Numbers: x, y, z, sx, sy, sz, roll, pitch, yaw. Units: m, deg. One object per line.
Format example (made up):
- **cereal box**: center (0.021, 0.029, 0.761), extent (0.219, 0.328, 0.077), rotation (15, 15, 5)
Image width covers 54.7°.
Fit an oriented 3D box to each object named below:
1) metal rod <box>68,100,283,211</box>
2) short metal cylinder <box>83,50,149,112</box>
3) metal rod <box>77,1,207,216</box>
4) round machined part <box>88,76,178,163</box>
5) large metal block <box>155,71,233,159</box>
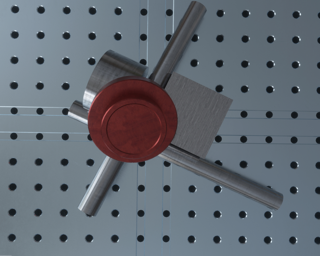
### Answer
- **metal rod**: center (0.021, 0.037, 0.413), extent (0.301, 0.025, 0.025), rotation (25, 90, -1)
- **short metal cylinder**: center (-0.054, -0.049, 0.384), extent (0.050, 0.080, 0.080), rotation (25, 90, -1)
- **metal rod**: center (-0.019, -0.030, 0.394), extent (0.025, 0.025, 0.299), rotation (28, 82, -1)
- **round machined part**: center (-0.029, -0.005, 0.339), extent (0.099, 0.042, 0.097), rotation (-3, 110, -7)
- **large metal block**: center (0.035, -0.016, 0.398), extent (0.080, 0.050, 0.080), rotation (26, 90, -1)
